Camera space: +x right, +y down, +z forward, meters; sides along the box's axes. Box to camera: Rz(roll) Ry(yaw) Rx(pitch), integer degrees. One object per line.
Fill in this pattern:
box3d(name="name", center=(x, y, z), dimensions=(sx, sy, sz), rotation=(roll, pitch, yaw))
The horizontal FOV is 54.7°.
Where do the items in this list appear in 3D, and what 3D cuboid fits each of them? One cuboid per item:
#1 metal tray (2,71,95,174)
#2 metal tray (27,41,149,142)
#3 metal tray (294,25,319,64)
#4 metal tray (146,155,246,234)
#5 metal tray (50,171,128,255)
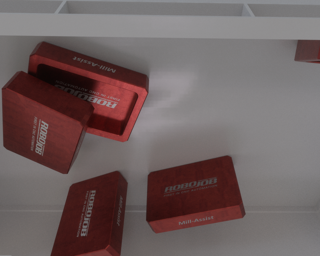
box3d(name="metal tray", center=(-0.139, 0.001, 0.375), dimensions=(0.090, 0.030, 0.129), rotation=(26, 140, -8))
box3d(name="metal tray", center=(-0.088, -0.038, 0.371), dimensions=(0.131, 0.030, 0.089), rotation=(16, 128, -14))
box3d(name="metal tray", center=(0.206, -0.072, 0.288), dimensions=(0.131, 0.090, 0.030), rotation=(8, 102, 8))
box3d(name="metal tray", center=(0.048, 0.094, 0.446), dimensions=(0.130, 0.090, 0.030), rotation=(-14, 129, 11))
box3d(name="metal tray", center=(-0.098, 0.130, 0.450), dimensions=(0.090, 0.130, 0.030), rotation=(-18, 128, 15))
